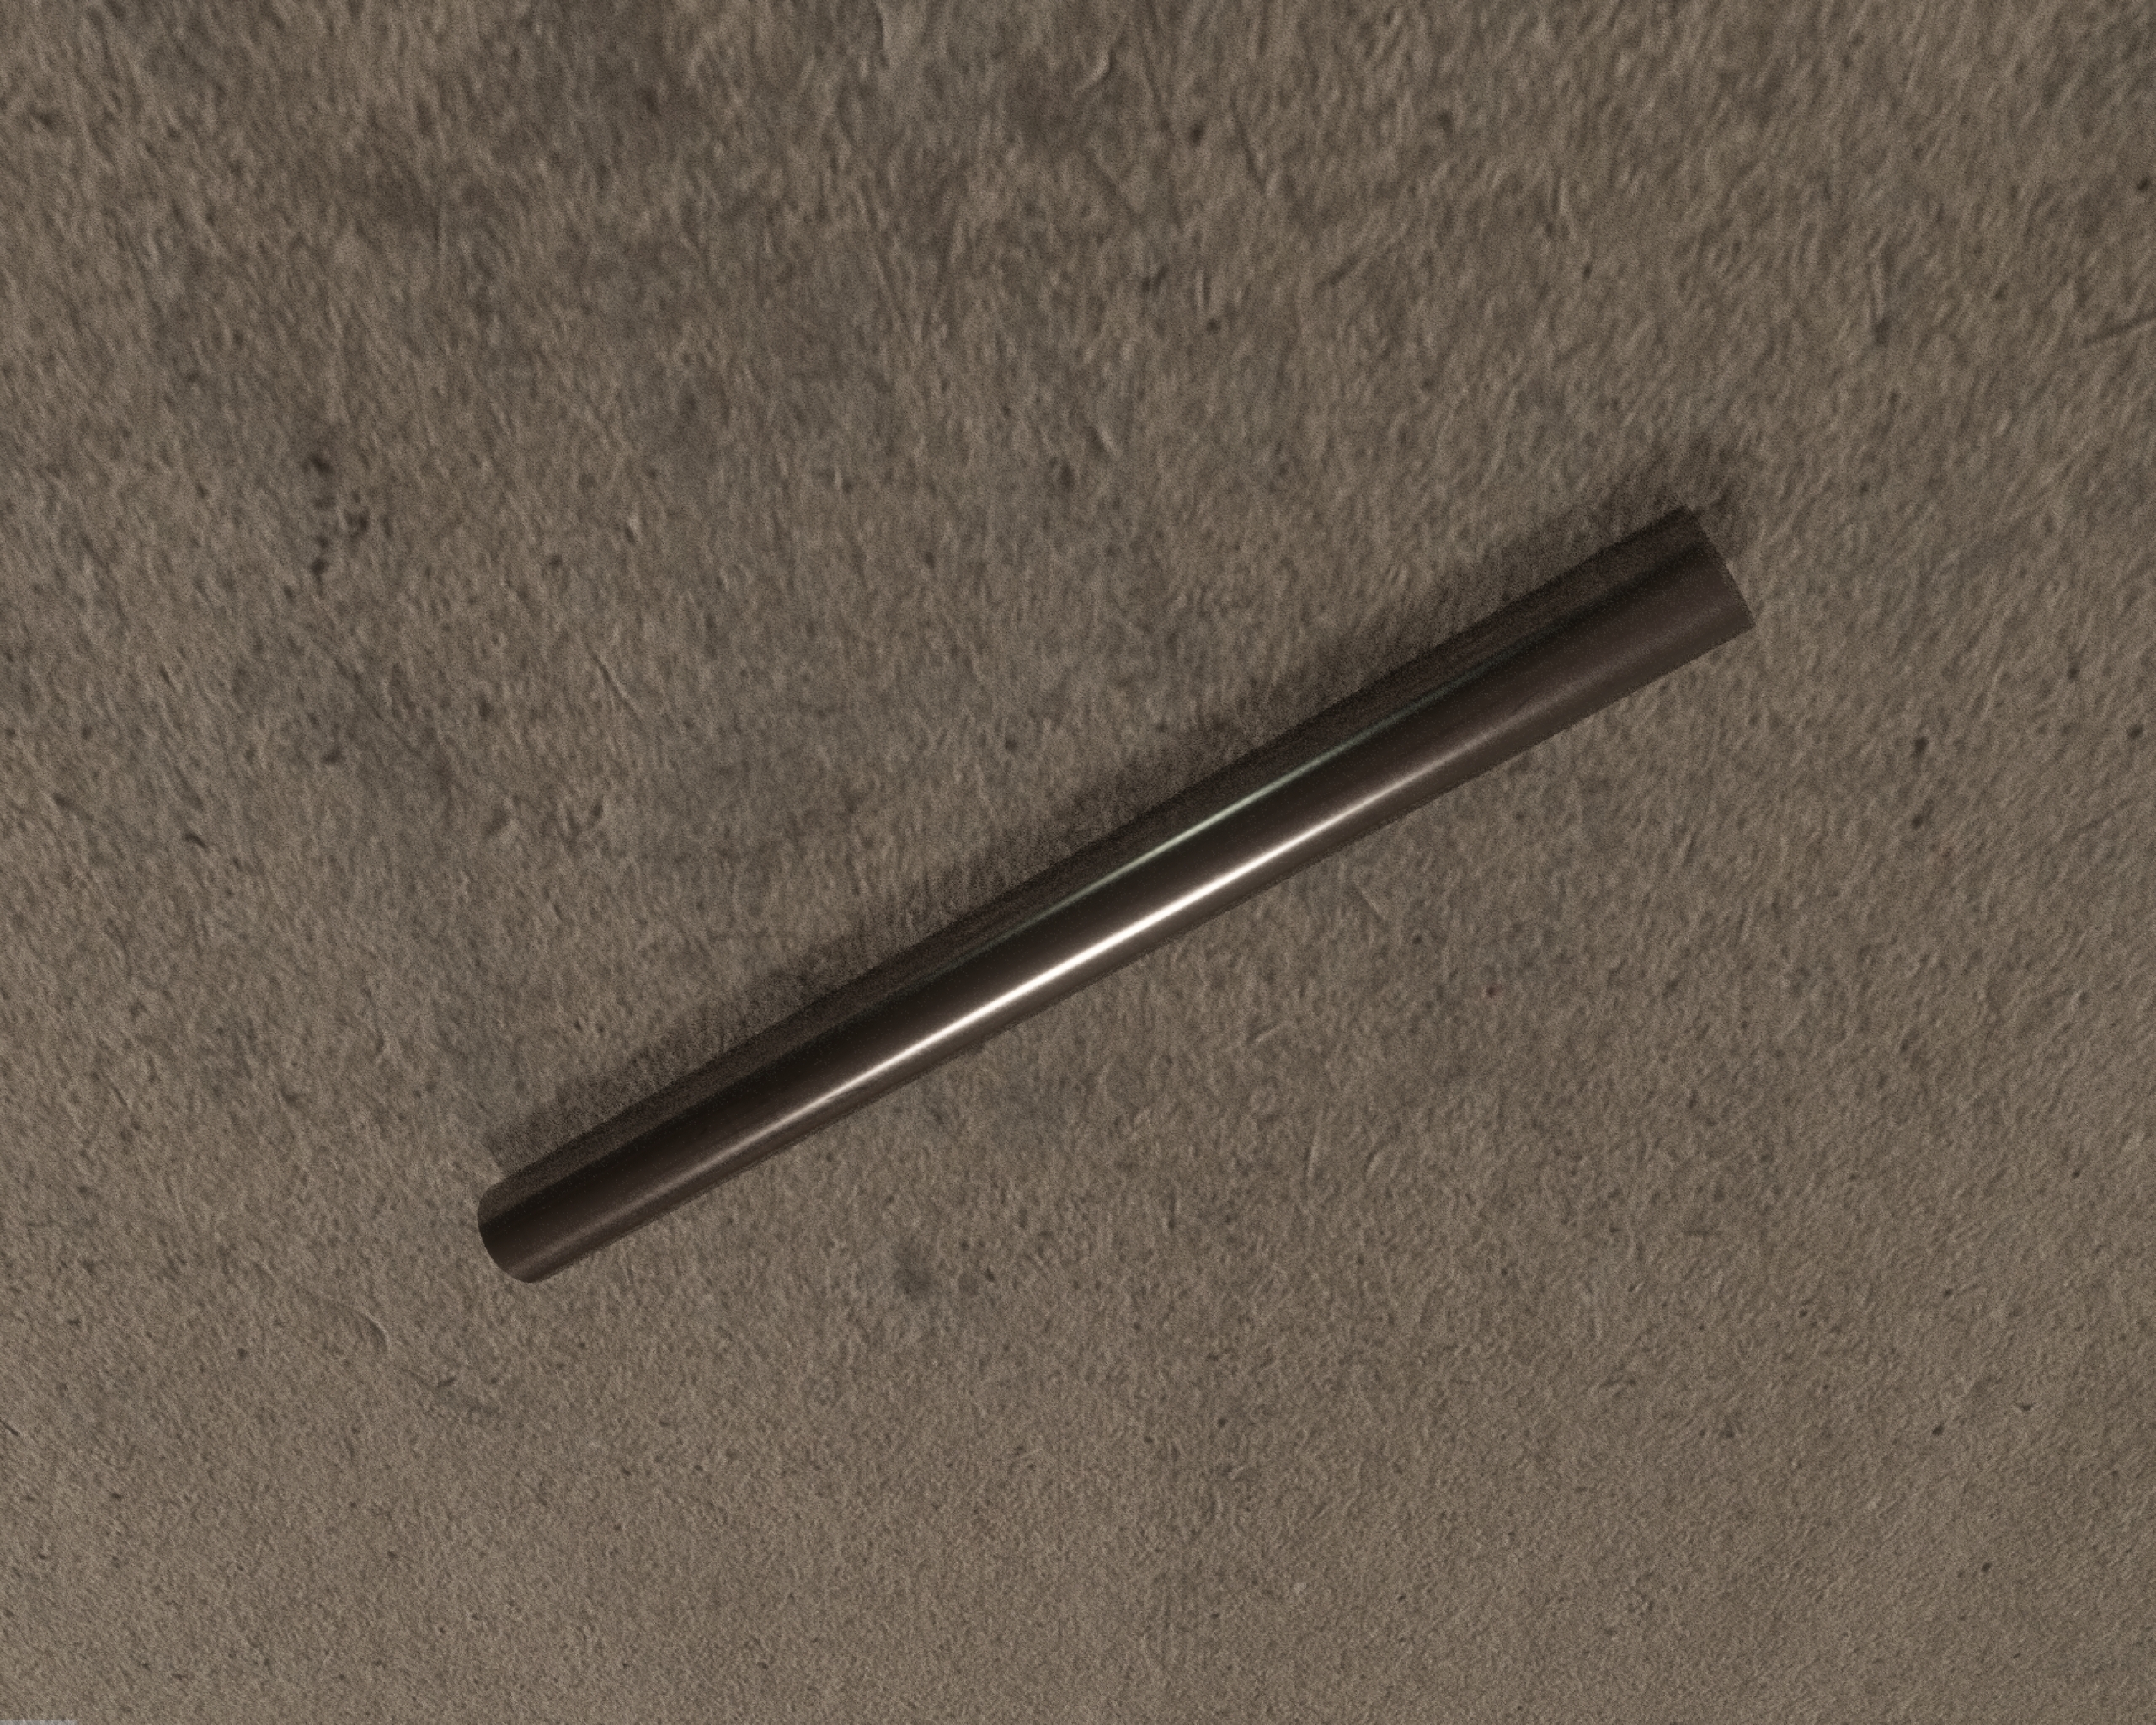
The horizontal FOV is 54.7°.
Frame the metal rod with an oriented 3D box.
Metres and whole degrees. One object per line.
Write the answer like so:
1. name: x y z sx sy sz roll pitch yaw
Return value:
1. metal rod: -0.008 0.016 0.423 0.300 0.025 0.025 -30 124 22
